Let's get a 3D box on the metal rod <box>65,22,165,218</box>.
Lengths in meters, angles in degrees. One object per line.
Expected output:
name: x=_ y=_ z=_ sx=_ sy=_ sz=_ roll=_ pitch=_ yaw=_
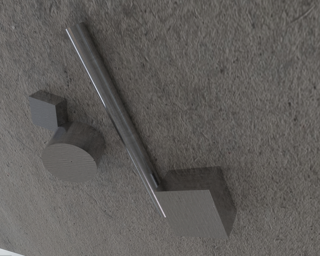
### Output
metal rod: x=-0.048 y=0.002 z=0.433 sx=0.025 sy=0.025 sz=0.299 roll=-12 pitch=113 yaw=33

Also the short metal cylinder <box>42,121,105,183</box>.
short metal cylinder: x=-0.128 y=0.037 z=0.465 sx=0.080 sy=0.050 sz=0.079 roll=4 pitch=129 yaw=5

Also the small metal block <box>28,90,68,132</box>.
small metal block: x=-0.172 y=-0.026 z=0.482 sx=0.050 sy=0.025 sz=0.050 roll=18 pitch=126 yaw=17

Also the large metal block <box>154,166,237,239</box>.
large metal block: x=0.051 y=0.103 z=0.427 sx=0.080 sy=0.050 sz=0.080 roll=-10 pitch=114 yaw=32
